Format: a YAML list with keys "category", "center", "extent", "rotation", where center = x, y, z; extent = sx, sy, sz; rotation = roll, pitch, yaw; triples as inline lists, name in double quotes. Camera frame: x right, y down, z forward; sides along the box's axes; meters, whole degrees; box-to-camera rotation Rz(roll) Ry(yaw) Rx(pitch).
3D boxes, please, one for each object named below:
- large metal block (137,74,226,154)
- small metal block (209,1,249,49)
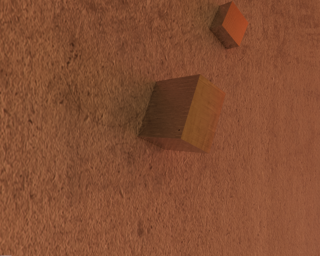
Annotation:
- category: "large metal block"
  center: [0.026, -0.016, 0.391]
  extent: [0.050, 0.080, 0.080]
  rotation: [28, 72, -37]
- category: "small metal block"
  center: [0.112, -0.164, 0.498]
  extent: [0.050, 0.025, 0.050]
  rotation: [37, 67, -34]
